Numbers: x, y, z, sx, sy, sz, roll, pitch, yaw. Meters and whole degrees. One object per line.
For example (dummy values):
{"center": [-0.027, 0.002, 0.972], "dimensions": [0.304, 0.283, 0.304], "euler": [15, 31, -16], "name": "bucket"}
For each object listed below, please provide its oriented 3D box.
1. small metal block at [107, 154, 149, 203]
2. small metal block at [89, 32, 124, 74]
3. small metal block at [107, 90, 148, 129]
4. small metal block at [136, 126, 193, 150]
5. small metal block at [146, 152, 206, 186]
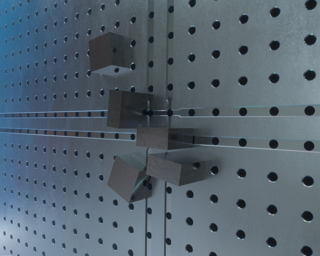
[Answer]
{"center": [-0.045, 0.072, 0.448], "dimensions": [0.050, 0.025, 0.050], "euler": [30, 108, 36], "name": "small metal block"}
{"center": [-0.083, -0.114, 0.480], "dimensions": [0.050, 0.025, 0.050], "euler": [-7, 85, 40], "name": "small metal block"}
{"center": [-0.045, -0.025, 0.431], "dimensions": [0.025, 0.050, 0.050], "euler": [9, 96, 40], "name": "small metal block"}
{"center": [0.006, 0.011, 0.389], "dimensions": [0.050, 0.050, 0.025], "euler": [4, 93, 40], "name": "small metal block"}
{"center": [0.020, 0.048, 0.378], "dimensions": [0.050, 0.050, 0.025], "euler": [13, 99, 39], "name": "small metal block"}
